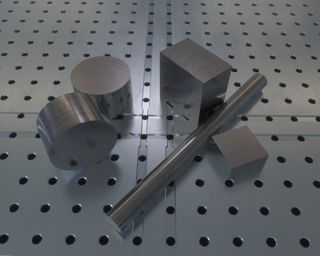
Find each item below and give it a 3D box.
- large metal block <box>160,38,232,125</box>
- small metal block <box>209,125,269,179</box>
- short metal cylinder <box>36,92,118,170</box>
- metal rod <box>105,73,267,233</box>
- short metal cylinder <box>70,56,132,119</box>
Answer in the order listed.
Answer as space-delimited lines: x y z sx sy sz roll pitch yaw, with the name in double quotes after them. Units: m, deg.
0.045 -0.063 0.425 0.050 0.080 0.080 -33 58 -25 "large metal block"
0.096 0.029 0.384 0.050 0.025 0.050 -17 52 -14 "small metal block"
-0.098 0.005 0.367 0.081 0.080 0.050 -23 54 -19 "short metal cylinder"
0.051 0.014 0.396 0.025 0.025 0.302 34 58 25 "metal rod"
-0.081 -0.057 0.439 0.081 0.050 0.080 0 50 0 "short metal cylinder"
